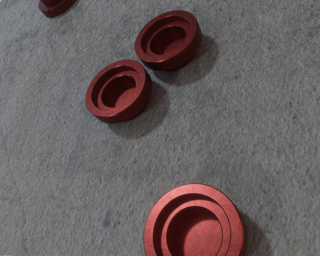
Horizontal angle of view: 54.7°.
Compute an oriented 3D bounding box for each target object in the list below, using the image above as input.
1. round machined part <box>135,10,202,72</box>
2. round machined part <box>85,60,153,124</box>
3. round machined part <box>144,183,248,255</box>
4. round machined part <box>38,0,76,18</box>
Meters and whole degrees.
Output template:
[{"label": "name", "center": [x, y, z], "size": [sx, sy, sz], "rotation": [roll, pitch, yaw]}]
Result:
[{"label": "round machined part", "center": [0.016, -0.123, 0.459], "size": [0.098, 0.042, 0.098], "rotation": [-13, 56, 20]}, {"label": "round machined part", "center": [-0.055, -0.048, 0.449], "size": [0.098, 0.042, 0.098], "rotation": [-13, 56, 20]}, {"label": "round machined part", "center": [0.037, 0.108, 0.307], "size": [0.098, 0.042, 0.098], "rotation": [-13, 56, 20]}, {"label": "round machined part", "center": [-0.236, -0.300, 0.698], "size": [0.098, 0.042, 0.098], "rotation": [-13, 56, 20]}]
